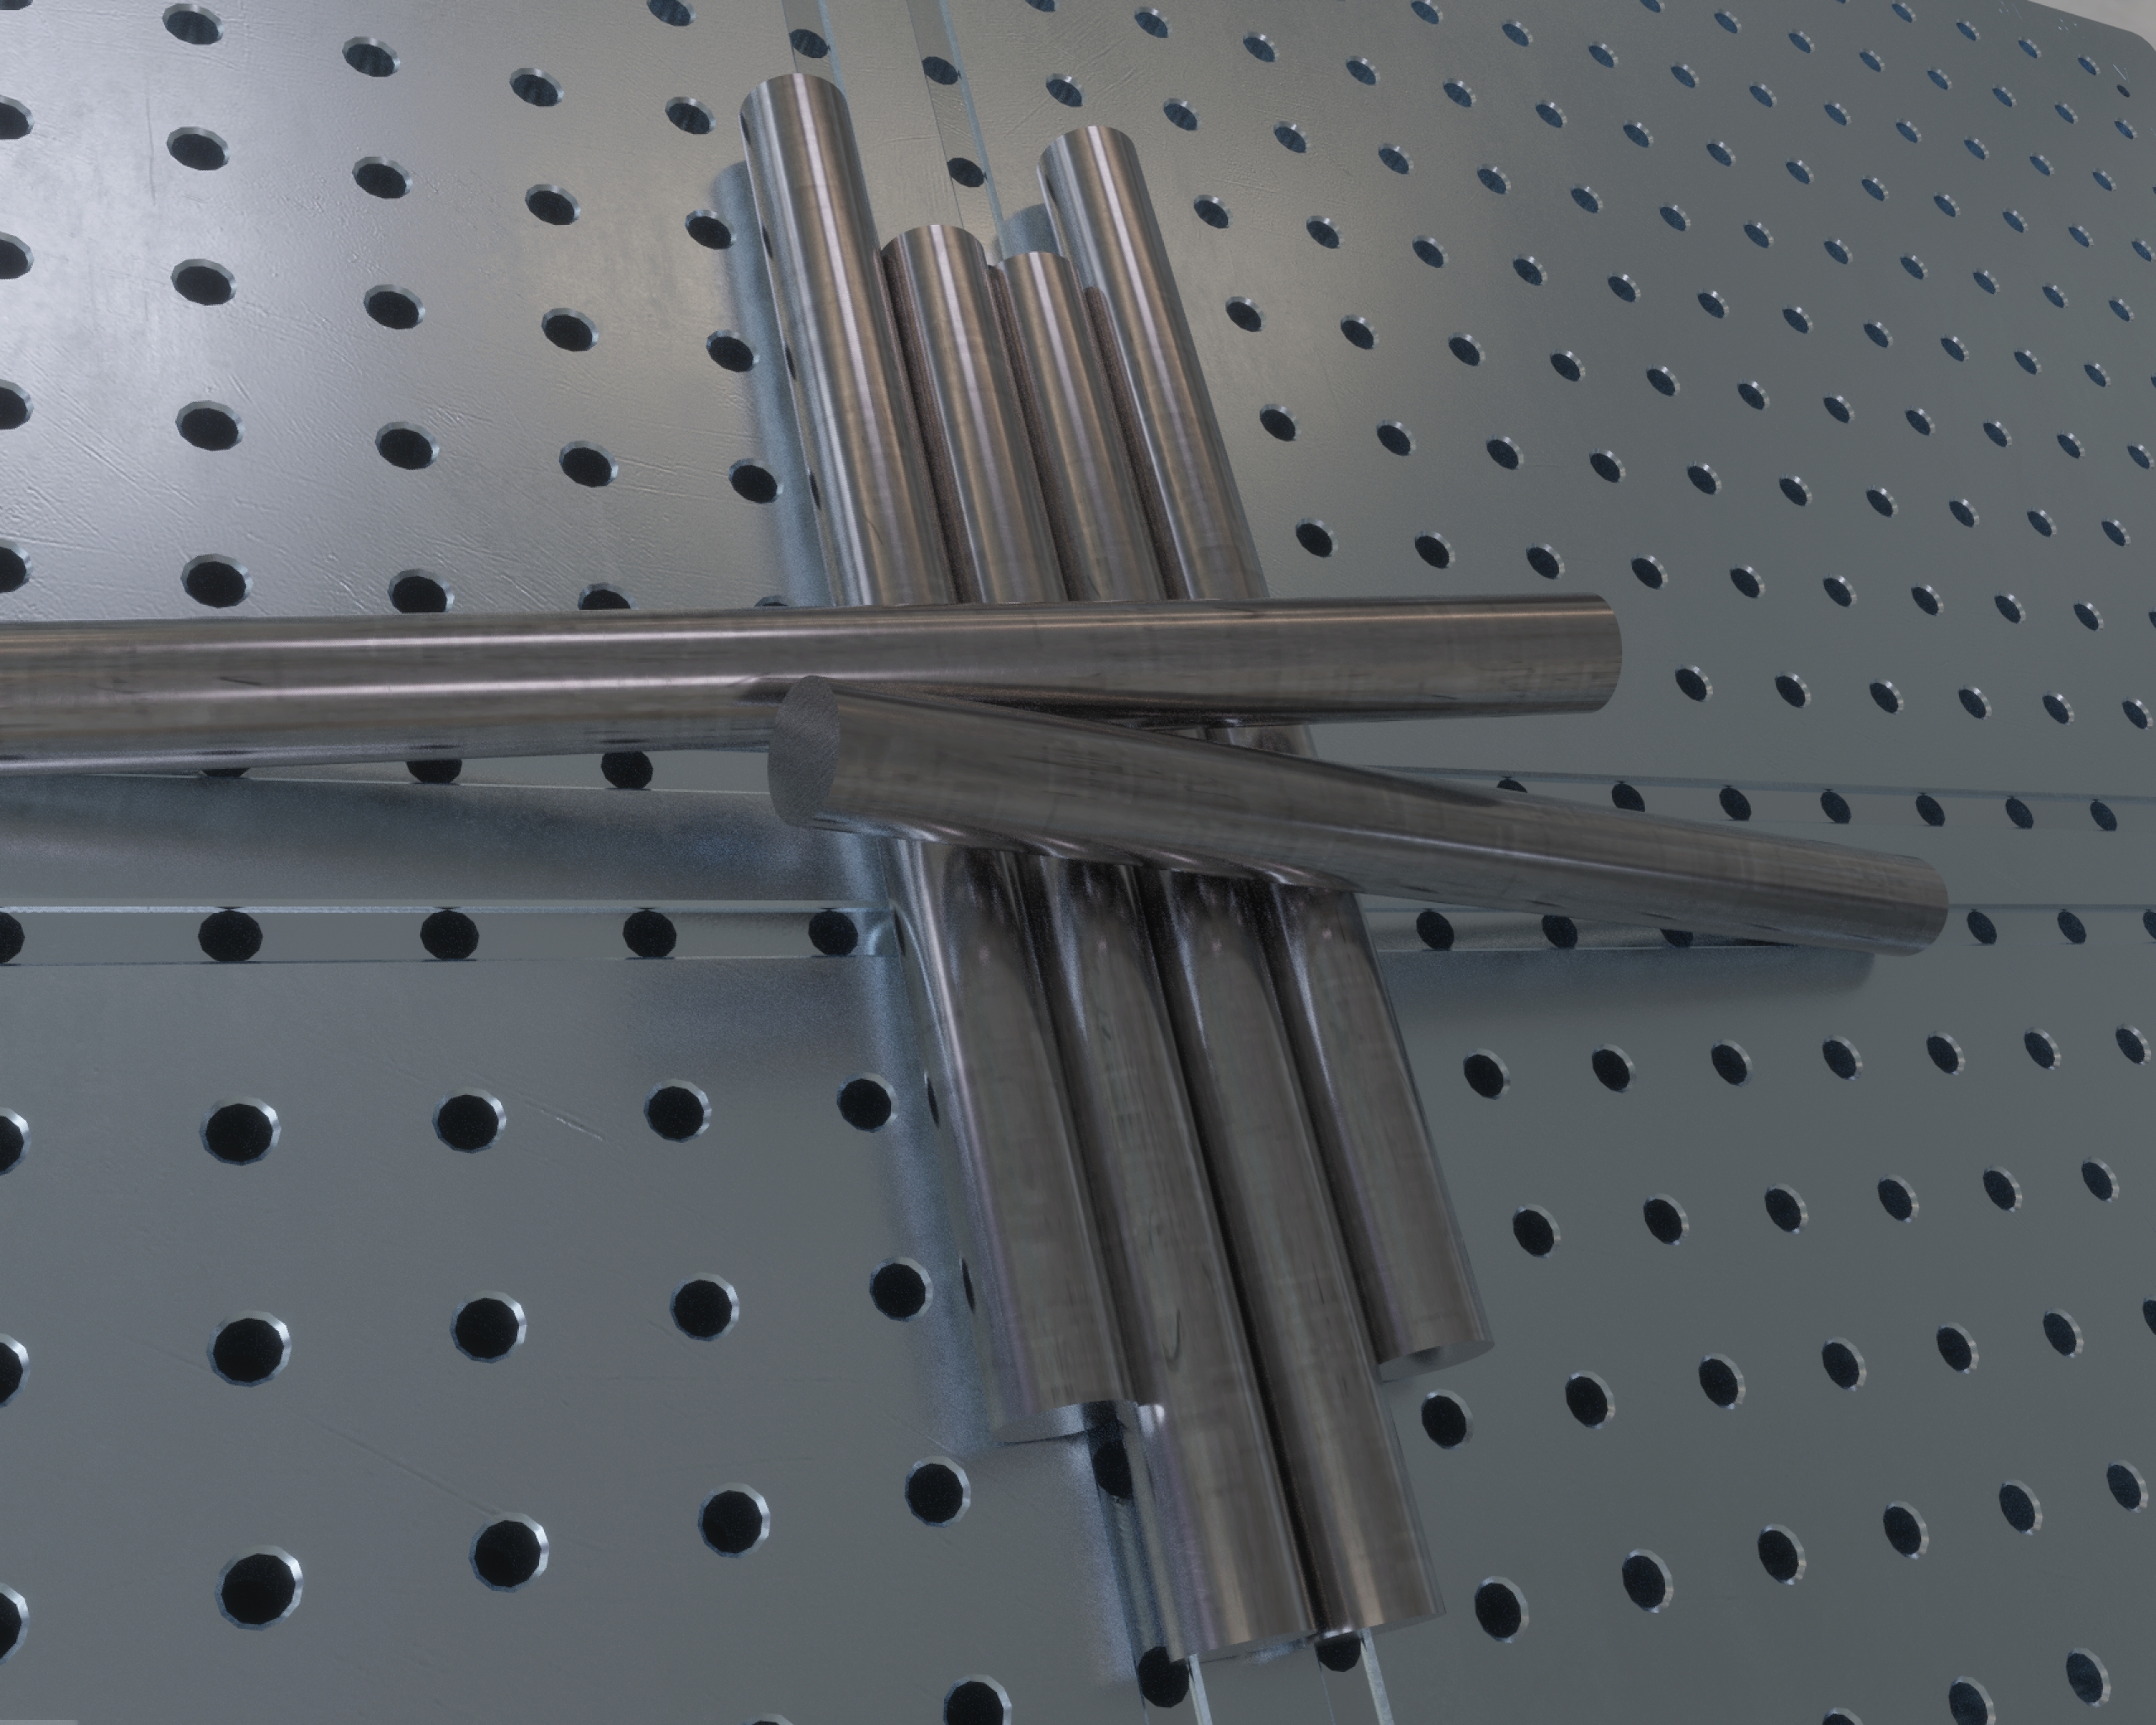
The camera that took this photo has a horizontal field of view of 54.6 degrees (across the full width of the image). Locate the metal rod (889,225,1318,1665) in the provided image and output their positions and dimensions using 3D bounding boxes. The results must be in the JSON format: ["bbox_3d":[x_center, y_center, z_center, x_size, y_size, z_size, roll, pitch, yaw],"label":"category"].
[{"bbox_3d":[-0.003,-0.003,0.406,0.025,0.025,0.299,1,61,-28],"label":"metal rod"}]

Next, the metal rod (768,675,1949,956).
[{"bbox_3d":[0.079,-0.004,0.426,0.302,0.025,0.025,7,59,-35],"label":"metal rod"}]

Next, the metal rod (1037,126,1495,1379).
[{"bbox_3d":[0.033,-0.040,0.449,0.025,0.025,0.299,1,61,-28],"label":"metal rod"}]

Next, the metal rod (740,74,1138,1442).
[{"bbox_3d":[-0.033,-0.038,0.412,0.025,0.025,0.299,1,61,-28],"label":"metal rod"}]

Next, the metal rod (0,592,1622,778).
[{"bbox_3d":[-0.037,-0.034,0.379,0.302,0.025,0.025,-4,63,-20],"label":"metal rod"}]

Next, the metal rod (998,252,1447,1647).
[{"bbox_3d":[0.020,-0.001,0.420,0.025,0.025,0.299,1,61,-28],"label":"metal rod"}]
